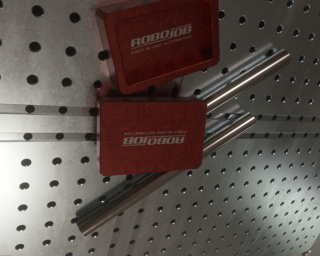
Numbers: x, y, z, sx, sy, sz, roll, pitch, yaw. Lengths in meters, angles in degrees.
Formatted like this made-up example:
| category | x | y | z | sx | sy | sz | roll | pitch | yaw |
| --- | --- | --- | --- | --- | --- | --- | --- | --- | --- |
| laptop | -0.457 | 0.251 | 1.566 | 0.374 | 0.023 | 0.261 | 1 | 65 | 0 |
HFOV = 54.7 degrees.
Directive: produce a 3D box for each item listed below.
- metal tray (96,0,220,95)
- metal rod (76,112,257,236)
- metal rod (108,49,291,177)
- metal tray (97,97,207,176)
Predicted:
| category | x | y | z | sx | sy | sz | roll | pitch | yaw |
| --- | --- | --- | --- | --- | --- | --- | --- | --- | --- |
| metal tray | 0.004 | -0.100 | 0.349 | 0.131 | 0.030 | 0.089 | -21 | 127 | -17 |
| metal rod | 0.015 | 0.064 | 0.460 | 0.301 | 0.025 | 0.025 | -32 | 129 | -8 |
| metal rod | 0.054 | -0.025 | 0.427 | 0.301 | 0.025 | 0.025 | -32 | 129 | -8 |
| metal tray | -0.010 | 0.008 | 0.383 | 0.131 | 0.030 | 0.089 | -2 | 106 | -18 |
